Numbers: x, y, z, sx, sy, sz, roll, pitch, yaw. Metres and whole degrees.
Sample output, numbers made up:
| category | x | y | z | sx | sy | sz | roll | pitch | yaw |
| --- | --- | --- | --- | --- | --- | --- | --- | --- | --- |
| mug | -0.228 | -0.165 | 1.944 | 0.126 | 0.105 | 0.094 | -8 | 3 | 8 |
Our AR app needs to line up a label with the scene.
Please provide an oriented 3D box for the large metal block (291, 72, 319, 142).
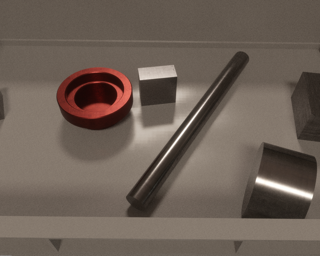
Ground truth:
| category | x | y | z | sx | sy | sz | roll | pitch | yaw |
| --- | --- | --- | --- | --- | --- | --- | --- | --- | --- |
| large metal block | 0.229 | -0.026 | 0.414 | 0.080 | 0.050 | 0.080 | 7 | 50 | 5 |

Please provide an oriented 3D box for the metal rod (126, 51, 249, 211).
| category | x | y | z | sx | sy | sz | roll | pitch | yaw |
| --- | --- | --- | --- | --- | --- | --- | --- | --- | --- |
| metal rod | 0.053 | -0.016 | 0.418 | 0.025 | 0.025 | 0.301 | 26 | 54 | 19 |

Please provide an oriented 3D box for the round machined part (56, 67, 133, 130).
| category | x | y | z | sx | sy | sz | roll | pitch | yaw |
| --- | --- | --- | --- | --- | --- | --- | --- | --- | --- |
| round machined part | -0.086 | -0.036 | 0.423 | 0.099 | 0.042 | 0.098 | 0 | 50 | 0 |

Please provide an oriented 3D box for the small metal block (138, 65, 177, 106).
| category | x | y | z | sx | sy | sz | roll | pitch | yaw |
| --- | --- | --- | --- | --- | --- | --- | --- | --- | --- |
| small metal block | -0.004 | -0.060 | 0.439 | 0.050 | 0.050 | 0.025 | -7 | 51 | -6 |

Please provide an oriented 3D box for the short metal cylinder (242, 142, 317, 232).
| category | x | y | z | sx | sy | sz | roll | pitch | yaw |
| --- | --- | --- | --- | --- | --- | --- | --- | --- | --- |
| short metal cylinder | 0.121 | 0.060 | 0.321 | 0.050 | 0.080 | 0.080 | 17 | 52 | 13 |

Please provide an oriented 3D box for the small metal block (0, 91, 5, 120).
| category | x | y | z | sx | sy | sz | roll | pitch | yaw |
| --- | --- | --- | --- | --- | --- | --- | --- | --- | --- |
| small metal block | -0.248 | -0.032 | 0.428 | 0.050 | 0.025 | 0.050 | -16 | 52 | -14 |
